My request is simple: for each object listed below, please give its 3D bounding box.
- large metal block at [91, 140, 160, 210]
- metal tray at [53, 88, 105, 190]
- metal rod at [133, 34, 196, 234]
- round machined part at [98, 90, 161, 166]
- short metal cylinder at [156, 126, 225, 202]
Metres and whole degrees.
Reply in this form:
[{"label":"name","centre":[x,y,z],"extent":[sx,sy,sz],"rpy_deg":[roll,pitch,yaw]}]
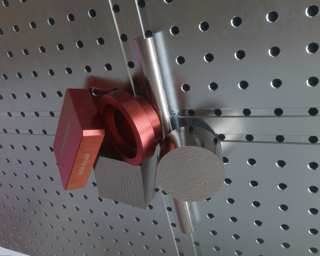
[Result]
[{"label":"large metal block","centre":[-0.049,0.065,0.461],"extent":[0.080,0.050,0.079],"rpy_deg":[10,123,23]},{"label":"metal tray","centre":[-0.123,0.018,0.452],"extent":[0.090,0.030,0.129],"rpy_deg":[61,139,35]},{"label":"metal rod","centre":[0.013,0.026,0.421],"extent":[0.025,0.025,0.298],"rpy_deg":[1,119,28]},{"label":"round machined part","centre":[-0.036,-0.004,0.400],"extent":[0.098,0.042,0.097],"rpy_deg":[36,142,36]},{"label":"short metal cylinder","centre":[0.038,0.044,0.385],"extent":[0.080,0.050,0.079],"rpy_deg":[2,117,4]}]
